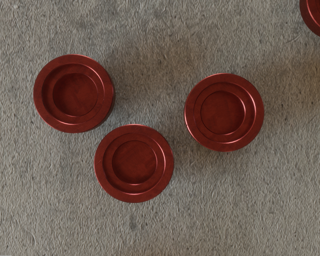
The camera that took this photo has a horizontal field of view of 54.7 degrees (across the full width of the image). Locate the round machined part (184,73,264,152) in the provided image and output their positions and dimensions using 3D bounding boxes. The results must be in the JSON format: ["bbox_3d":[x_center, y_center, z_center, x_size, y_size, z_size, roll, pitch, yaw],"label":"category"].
[{"bbox_3d":[0.079,-0.019,0.402,0.099,0.042,0.097,0,90,0],"label":"round machined part"}]

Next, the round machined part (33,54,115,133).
[{"bbox_3d":[-0.106,-0.042,0.400,0.099,0.042,0.097,0,90,0],"label":"round machined part"}]

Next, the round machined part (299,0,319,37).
[{"bbox_3d":[0.230,-0.162,0.403,0.099,0.042,0.097,0,90,0],"label":"round machined part"}]

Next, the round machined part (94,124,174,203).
[{"bbox_3d":[-0.032,0.044,0.401,0.099,0.042,0.097,0,90,0],"label":"round machined part"}]
